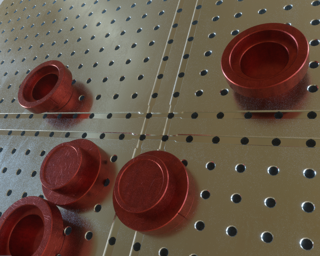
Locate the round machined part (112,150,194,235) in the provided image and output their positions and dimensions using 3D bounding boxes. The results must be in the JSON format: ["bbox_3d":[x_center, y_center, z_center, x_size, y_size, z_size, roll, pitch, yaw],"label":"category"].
[{"bbox_3d":[-0.013,0.070,0.360,0.098,0.042,0.098,-13,56,20],"label":"round machined part"}]

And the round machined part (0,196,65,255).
[{"bbox_3d":[-0.163,0.140,0.394,0.098,0.042,0.098,-13,57,21],"label":"round machined part"}]

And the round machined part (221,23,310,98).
[{"bbox_3d":[0.128,-0.077,0.377,0.098,0.042,0.098,-13,56,20],"label":"round machined part"}]

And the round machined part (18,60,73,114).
[{"bbox_3d":[-0.192,-0.066,0.536,0.098,0.042,0.098,-13,56,20],"label":"round machined part"}]

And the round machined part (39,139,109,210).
[{"bbox_3d":[-0.124,0.058,0.425,0.098,0.042,0.098,-13,56,20],"label":"round machined part"}]
